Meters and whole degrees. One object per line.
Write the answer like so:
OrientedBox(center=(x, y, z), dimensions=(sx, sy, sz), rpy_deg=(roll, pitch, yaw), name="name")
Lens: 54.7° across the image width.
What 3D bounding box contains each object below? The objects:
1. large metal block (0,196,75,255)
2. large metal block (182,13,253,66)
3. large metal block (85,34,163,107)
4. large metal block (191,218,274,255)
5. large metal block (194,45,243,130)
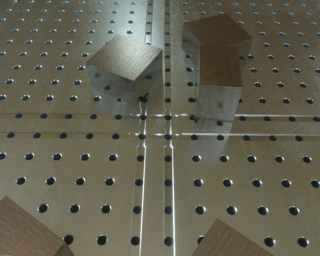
OrientedBox(center=(-0.139, 0.124, 0.285), dimensions=(0.080, 0.050, 0.080), rpy_deg=(28, 55, 21), name="large metal block")
OrientedBox(center=(0.091, -0.139, 0.509), dimensions=(0.081, 0.050, 0.080), rpy_deg=(-18, 52, -15), name="large metal block")
OrientedBox(center=(-0.051, -0.088, 0.465), dimensions=(0.080, 0.050, 0.080), rpy_deg=(23, 54, 18), name="large metal block")
OrientedBox(center=(0.061, 0.143, 0.272), dimensions=(0.080, 0.050, 0.080), rpy_deg=(30, 56, 23), name="large metal block")
OrientedBox(center=(0.075, -0.054, 0.419), dimensions=(0.050, 0.080, 0.080), rpy_deg=(4, 50, 3), name="large metal block")
